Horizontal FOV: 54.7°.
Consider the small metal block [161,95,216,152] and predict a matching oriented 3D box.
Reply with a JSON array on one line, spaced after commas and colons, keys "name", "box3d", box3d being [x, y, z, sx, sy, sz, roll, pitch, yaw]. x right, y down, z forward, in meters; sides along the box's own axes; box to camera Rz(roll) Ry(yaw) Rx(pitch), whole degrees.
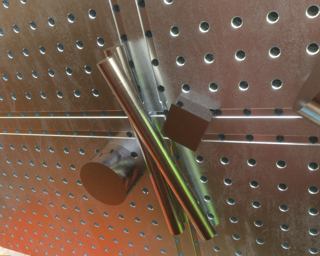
[{"name": "small metal block", "box3d": [0.034, -0.005, 0.390, 0.050, 0.025, 0.050, 27, 128, 11]}]

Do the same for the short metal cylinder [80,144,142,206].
[{"name": "short metal cylinder", "box3d": [-0.075, 0.072, 0.479, 0.080, 0.050, 0.079, 13, 124, 20]}]

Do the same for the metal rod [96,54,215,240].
[{"name": "metal rod", "box3d": [0.005, 0.041, 0.416, 0.025, 0.025, 0.299, -14, 117, 34]}]

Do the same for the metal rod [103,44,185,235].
[{"name": "metal rod", "box3d": [-0.015, 0.032, 0.438, 0.025, 0.025, 0.298, -4, 117, 30]}]

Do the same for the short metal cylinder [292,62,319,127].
[{"name": "short metal cylinder", "box3d": [0.162, -0.035, 0.269, 0.050, 0.080, 0.079, 32, 129, 7]}]
